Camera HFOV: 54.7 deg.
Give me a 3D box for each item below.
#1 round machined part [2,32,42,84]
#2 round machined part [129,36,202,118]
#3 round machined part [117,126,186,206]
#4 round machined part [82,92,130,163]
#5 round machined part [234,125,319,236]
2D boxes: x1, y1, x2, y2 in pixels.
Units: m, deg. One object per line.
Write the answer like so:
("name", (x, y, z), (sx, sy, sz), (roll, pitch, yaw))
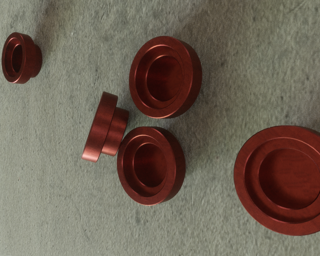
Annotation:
("round machined part", (-0.270, -0.136, 0.613), (0.098, 0.042, 0.097), (0, 90, 39))
("round machined part", (0.011, -0.060, 0.383), (0.098, 0.042, 0.097), (0, 90, 39))
("round machined part", (-0.007, 0.046, 0.398), (0.098, 0.042, 0.097), (0, 90, 39))
("round machined part", (-0.073, 0.002, 0.431), (0.098, 0.042, 0.097), (-161, 89, -77))
("round machined part", (0.124, 0.046, 0.291), (0.098, 0.042, 0.097), (0, 90, 39))
